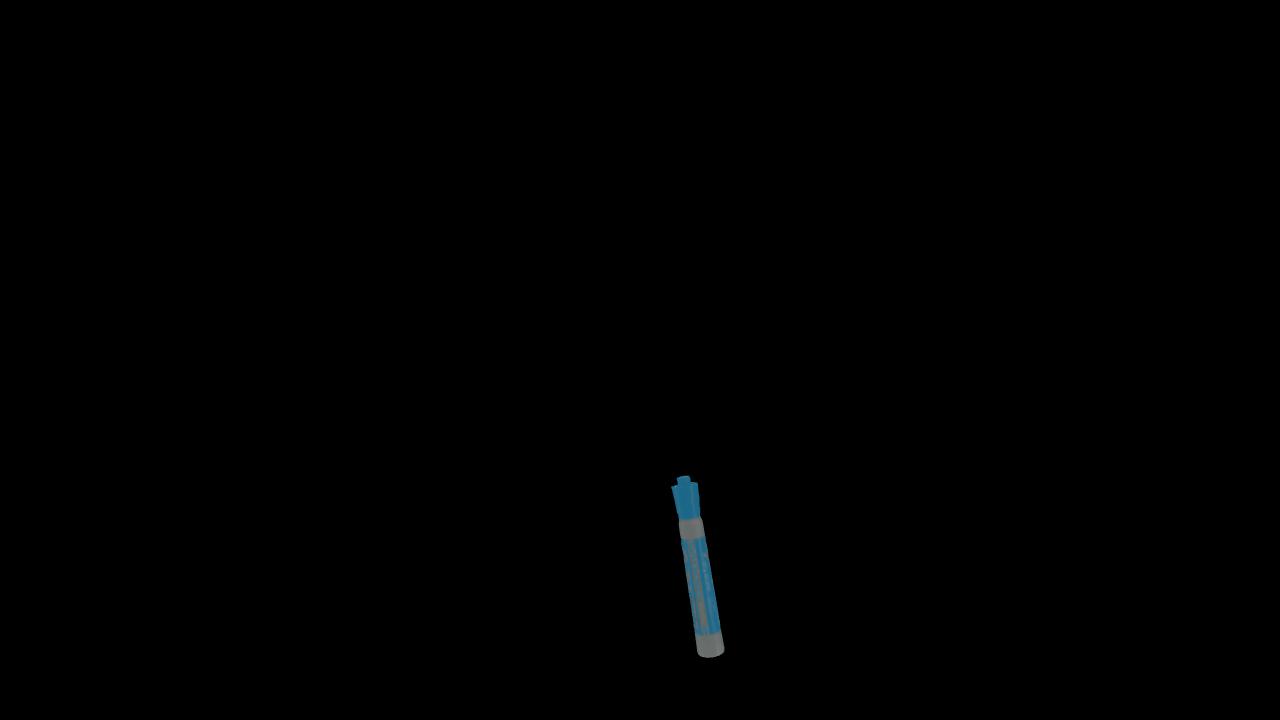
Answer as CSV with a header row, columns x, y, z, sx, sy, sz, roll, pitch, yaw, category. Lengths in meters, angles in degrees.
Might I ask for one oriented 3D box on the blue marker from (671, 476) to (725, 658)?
x,y,z,sx,sy,sz,roll,pitch,yaw,category
0.040,0.141,0.426,0.020,0.121,0.020,-9,-4,-1,blue marker
